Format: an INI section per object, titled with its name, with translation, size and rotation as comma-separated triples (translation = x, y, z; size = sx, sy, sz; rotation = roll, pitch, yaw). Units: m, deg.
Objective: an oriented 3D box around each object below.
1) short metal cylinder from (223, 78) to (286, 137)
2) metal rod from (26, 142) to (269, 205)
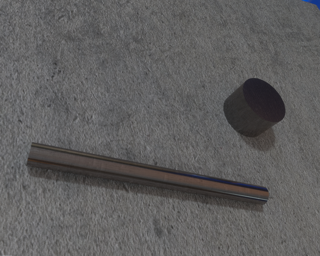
[short metal cylinder]
translation = 0.149, -0.032, 0.490
size = 0.081, 0.050, 0.080
rotation = 14, 56, -21
[metal rod]
translation = 0.004, 0.060, 0.370
size = 0.302, 0.025, 0.025
rotation = 14, 56, -21
